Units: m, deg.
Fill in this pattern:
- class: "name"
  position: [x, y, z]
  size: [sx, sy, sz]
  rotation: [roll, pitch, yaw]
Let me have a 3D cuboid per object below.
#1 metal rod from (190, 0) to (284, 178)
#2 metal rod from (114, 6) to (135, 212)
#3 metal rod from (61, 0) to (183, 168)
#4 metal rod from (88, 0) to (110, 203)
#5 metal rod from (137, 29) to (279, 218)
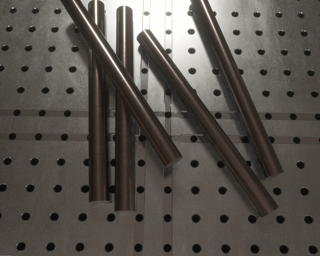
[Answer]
- class: "metal rod"
  position: [0.101, -0.075, 0.440]
  size: [0.025, 0.025, 0.299]
  rotation: [-16, 71, -6]
- class: "metal rod"
  position: [-0.048, -0.039, 0.425]
  size: [0.025, 0.025, 0.299]
  rotation: [-2, 70, -1]
- class: "metal rod"
  position: [-0.061, -0.079, 0.412]
  size: [0.025, 0.025, 0.299]
  rotation: [-30, 73, -11]
- class: "metal rod"
  position: [-0.086, -0.050, 0.428]
  size: [0.025, 0.025, 0.299]
  rotation: [-4, 70, -2]
- class: "metal rod"
  position: [0.055, -0.018, 0.418]
  size: [0.025, 0.025, 0.299]
  rotation: [-30, 73, -11]
